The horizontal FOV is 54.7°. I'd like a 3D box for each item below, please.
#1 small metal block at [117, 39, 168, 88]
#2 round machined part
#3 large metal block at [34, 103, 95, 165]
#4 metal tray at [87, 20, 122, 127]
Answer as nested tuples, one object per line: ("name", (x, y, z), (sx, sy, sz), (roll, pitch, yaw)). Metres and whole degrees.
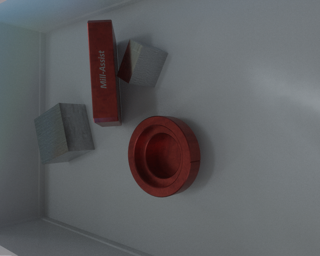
("small metal block", (-0.023, -0.083, 0.407), (0.025, 0.050, 0.050), (35, 112, 34))
("round machined part", (0.010, 0.034, 0.386), (0.098, 0.042, 0.097), (0, 90, 39))
("large metal block", (-0.162, 0.011, 0.521), (0.080, 0.050, 0.080), (-24, 75, 37))
("metal tray", (-0.074, -0.069, 0.425), (0.030, 0.090, 0.129), (-4, 87, -4))
